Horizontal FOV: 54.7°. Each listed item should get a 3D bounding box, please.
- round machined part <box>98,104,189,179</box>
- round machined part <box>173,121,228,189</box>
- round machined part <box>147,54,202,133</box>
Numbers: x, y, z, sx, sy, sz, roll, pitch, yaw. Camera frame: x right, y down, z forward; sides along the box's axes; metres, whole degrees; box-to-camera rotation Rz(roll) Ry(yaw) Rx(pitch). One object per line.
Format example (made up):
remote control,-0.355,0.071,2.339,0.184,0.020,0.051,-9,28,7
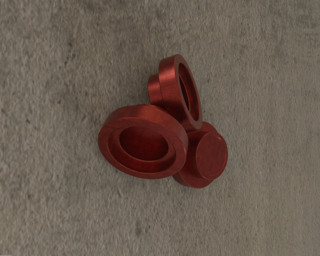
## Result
round machined part,-0.016,0.012,0.352,0.098,0.098,0.042,50,35,-29
round machined part,0.061,0.039,0.447,0.099,0.042,0.097,0,90,-40
round machined part,0.018,-0.040,0.392,0.098,0.042,0.097,-15,90,-70
